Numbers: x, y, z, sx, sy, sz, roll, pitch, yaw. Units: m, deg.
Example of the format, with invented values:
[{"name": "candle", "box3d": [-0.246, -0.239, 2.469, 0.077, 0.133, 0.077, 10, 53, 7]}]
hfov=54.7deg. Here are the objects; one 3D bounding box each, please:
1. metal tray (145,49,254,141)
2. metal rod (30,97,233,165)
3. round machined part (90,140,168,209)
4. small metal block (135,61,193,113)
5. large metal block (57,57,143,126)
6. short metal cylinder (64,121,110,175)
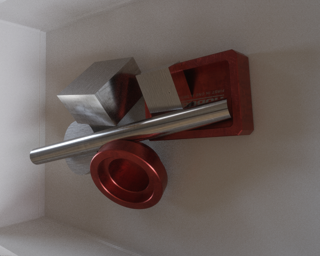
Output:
[{"name": "metal tray", "box3d": [0.040, -0.032, 0.366, 0.130, 0.030, 0.089, -6, 86, 39]}, {"name": "metal rod", "box3d": [-0.055, 0.011, 0.394, 0.300, 0.025, 0.025, -14, 81, 27]}, {"name": "round machined part", "box3d": [-0.036, 0.055, 0.401, 0.098, 0.042, 0.097, 11, 126, 16]}, {"name": "small metal block", "box3d": [0.005, -0.048, 0.371, 0.050, 0.025, 0.050, -6, 112, 40]}, {"name": "large metal block", "box3d": [-0.075, -0.049, 0.419, 0.080, 0.080, 0.050, 4, 135, 40]}, {"name": "short metal cylinder", "box3d": [-0.101, 0.028, 0.468, 0.080, 0.050, 0.079, 0, 90, 39]}]
